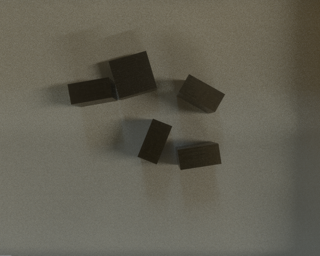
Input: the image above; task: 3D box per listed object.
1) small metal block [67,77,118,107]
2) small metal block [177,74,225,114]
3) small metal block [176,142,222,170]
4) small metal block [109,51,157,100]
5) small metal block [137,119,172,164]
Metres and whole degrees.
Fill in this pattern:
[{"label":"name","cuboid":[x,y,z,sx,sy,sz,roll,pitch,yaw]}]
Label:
[{"label":"small metal block","cuboid":[-0.085,-0.045,0.398,0.050,0.050,0.025,-10,90,0]},{"label":"small metal block","cuboid":[0.051,-0.042,0.400,0.050,0.050,0.025,29,90,-1]},{"label":"small metal block","cuboid":[0.048,0.035,0.400,0.050,0.050,0.025,-9,90,0]},{"label":"small metal block","cuboid":[-0.035,-0.069,0.411,0.050,0.025,0.050,-16,90,-1]},{"label":"small metal block","cuboid":[-0.006,0.016,0.399,0.025,0.050,0.050,22,90,0]}]
